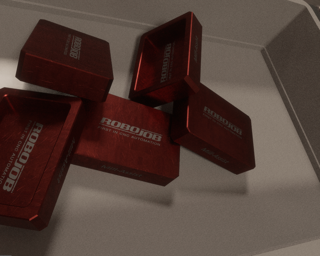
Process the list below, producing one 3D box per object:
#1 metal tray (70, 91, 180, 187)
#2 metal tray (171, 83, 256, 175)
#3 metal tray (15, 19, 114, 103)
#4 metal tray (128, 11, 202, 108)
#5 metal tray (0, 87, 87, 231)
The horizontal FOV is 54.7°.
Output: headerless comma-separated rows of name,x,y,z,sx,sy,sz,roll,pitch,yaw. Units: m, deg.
metal tray,-0.040,0.011,0.375,0.131,0.030,0.090,17,55,-19
metal tray,0.075,-0.001,0.424,0.131,0.030,0.090,29,49,-29
metal tray,-0.105,-0.082,0.360,0.091,0.030,0.130,15,28,-20
metal tray,0.010,-0.093,0.425,0.030,0.090,0.130,43,42,-41
metal tray,-0.133,0.023,0.295,0.091,0.030,0.130,8,55,3
